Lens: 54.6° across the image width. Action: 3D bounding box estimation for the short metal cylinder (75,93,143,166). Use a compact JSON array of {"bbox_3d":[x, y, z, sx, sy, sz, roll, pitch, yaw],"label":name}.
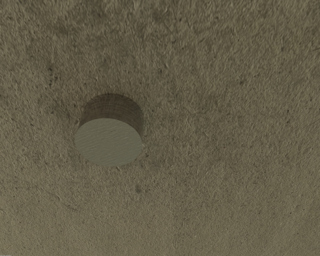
[{"bbox_3d":[-0.062,0.003,0.393,0.080,0.050,0.080,0,130,0],"label":"short metal cylinder"}]
